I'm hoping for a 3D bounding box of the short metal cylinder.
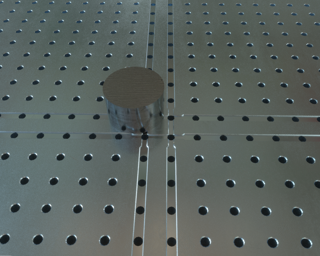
[{"bbox_3d":[-0.034,-0.039,0.424,0.080,0.050,0.080,0,50,0],"label":"short metal cylinder"}]
